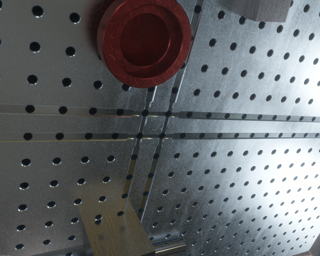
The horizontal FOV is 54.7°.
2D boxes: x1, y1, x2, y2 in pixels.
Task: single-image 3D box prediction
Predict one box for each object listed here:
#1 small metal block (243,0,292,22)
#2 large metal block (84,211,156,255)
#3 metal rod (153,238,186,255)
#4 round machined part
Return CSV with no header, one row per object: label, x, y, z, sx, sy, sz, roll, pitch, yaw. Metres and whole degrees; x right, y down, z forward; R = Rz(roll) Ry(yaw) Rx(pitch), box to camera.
small metal block,0.137,-0.162,0.389,0.050,0.025,0.050,-8,122,-25
large metal block,-0.062,0.177,0.453,0.081,0.080,0.050,-7,122,-25
metal rod,-0.092,0.222,0.499,0.303,0.025,0.025,-2,120,-28
round machined part,-0.019,-0.096,0.332,0.099,0.042,0.097,-14,125,-21
